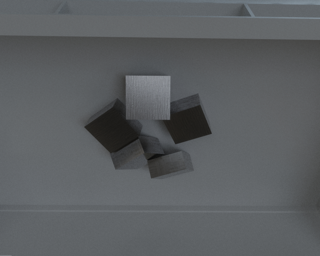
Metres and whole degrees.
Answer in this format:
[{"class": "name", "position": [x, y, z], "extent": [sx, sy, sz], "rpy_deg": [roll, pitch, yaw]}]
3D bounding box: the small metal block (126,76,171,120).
[{"class": "small metal block", "position": [-0.014, -0.036, 0.363], "extent": [0.050, 0.025, 0.050], "rpy_deg": [0, 98, -1]}]

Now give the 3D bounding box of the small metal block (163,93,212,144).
[{"class": "small metal block", "position": [0.034, -0.011, 0.400], "extent": [0.050, 0.025, 0.050], "rpy_deg": [-17, 128, 14]}]

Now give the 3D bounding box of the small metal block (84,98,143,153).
[{"class": "small metal block", "position": [-0.059, -0.002, 0.401], "extent": [0.050, 0.025, 0.050], "rpy_deg": [-32, 113, 24]}]

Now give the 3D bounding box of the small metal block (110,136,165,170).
[{"class": "small metal block", "position": [-0.031, 0.035, 0.422], "extent": [0.050, 0.025, 0.050], "rpy_deg": [-32, 159, 24]}]

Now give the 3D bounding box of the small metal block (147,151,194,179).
[{"class": "small metal block", "position": [0.016, 0.054, 0.438], "extent": [0.050, 0.025, 0.050], "rpy_deg": [-17, 165, 14]}]
